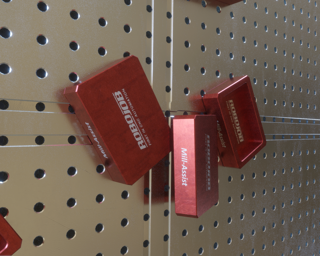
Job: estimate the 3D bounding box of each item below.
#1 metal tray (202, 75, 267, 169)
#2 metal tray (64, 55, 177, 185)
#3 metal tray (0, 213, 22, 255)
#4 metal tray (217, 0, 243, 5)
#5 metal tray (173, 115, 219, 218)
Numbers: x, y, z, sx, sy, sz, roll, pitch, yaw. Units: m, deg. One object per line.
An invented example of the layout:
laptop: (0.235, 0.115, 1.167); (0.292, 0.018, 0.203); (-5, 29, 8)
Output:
metal tray: (0.126, -0.010, 0.509); (0.091, 0.030, 0.129); (-32, 110, -35)
metal tray: (-0.041, -0.009, 0.371); (0.090, 0.030, 0.130); (-38, 114, -33)
metal tray: (-0.189, 0.077, 0.247); (0.090, 0.030, 0.130); (-41, 115, -32)
metal tray: (0.081, -0.249, 0.472); (0.131, 0.030, 0.090); (-4, 93, -40)
metal tray: (0.052, 0.047, 0.427); (0.090, 0.030, 0.129); (-4, 93, -62)
